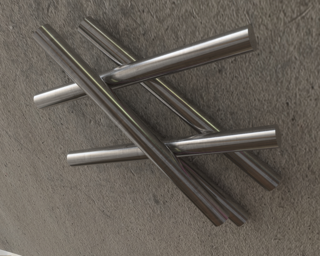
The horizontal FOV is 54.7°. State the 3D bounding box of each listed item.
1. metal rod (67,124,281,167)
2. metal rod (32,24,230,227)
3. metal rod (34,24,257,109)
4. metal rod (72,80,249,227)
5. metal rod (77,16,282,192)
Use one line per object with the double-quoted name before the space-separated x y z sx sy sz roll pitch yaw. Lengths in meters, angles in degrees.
"metal rod" -0.005 0.028 0.395 0.300 0.025 0.025 -9 114 31
"metal rod" -0.029 0.001 0.358 0.300 0.025 0.025 46 129 -5
"metal rod" -0.042 -0.060 0.360 0.300 0.025 0.025 -10 114 32
"metal rod" 0.001 0.026 0.421 0.300 0.025 0.025 42 129 -1
"metal rod" 0.023 -0.029 0.376 0.300 0.025 0.025 40 129 0
